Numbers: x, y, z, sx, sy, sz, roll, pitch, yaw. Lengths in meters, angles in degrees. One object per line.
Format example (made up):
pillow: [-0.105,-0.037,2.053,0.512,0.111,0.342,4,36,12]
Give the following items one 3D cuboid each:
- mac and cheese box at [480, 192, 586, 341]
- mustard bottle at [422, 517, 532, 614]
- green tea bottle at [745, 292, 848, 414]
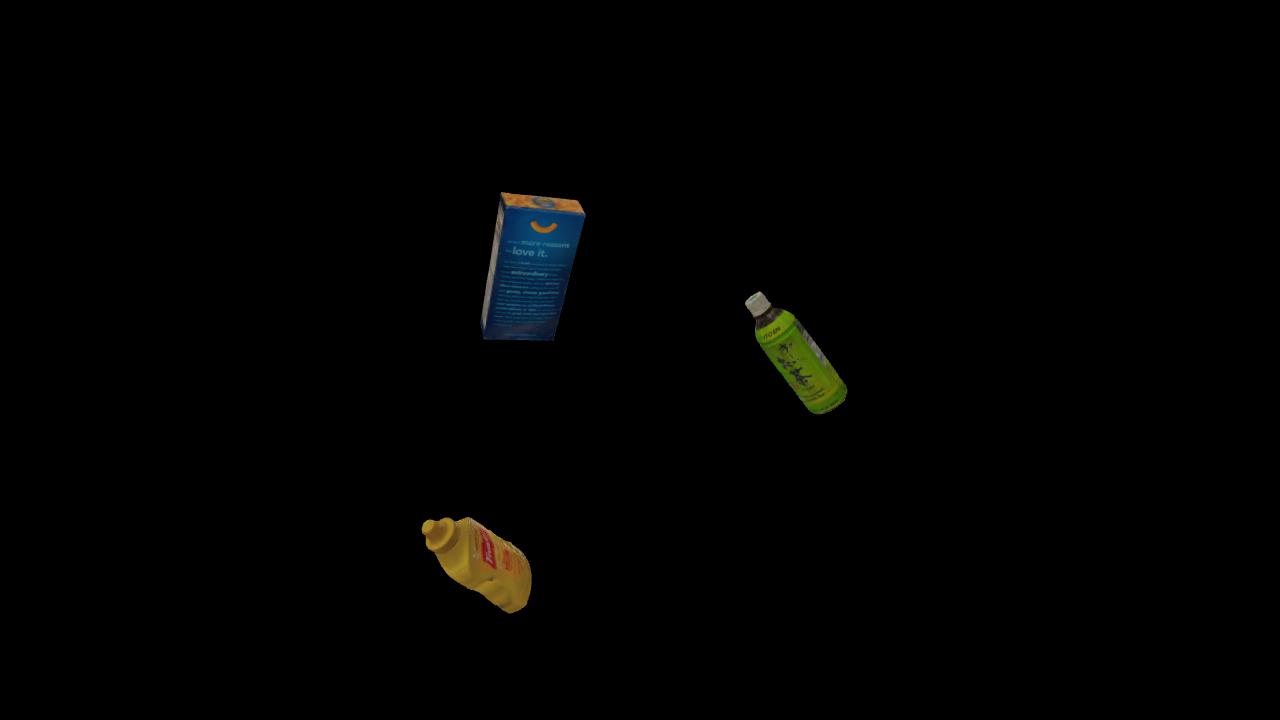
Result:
mac and cheese box: [-0.132,-0.104,0.732,0.093,0.184,0.041,1,41,-25]
mustard bottle: [-0.212,0.252,0.788,0.054,0.092,0.184,-26,-48,13]
green tea bottle: [0.234,-0.015,0.943,0.073,0.212,0.073,-36,12,9]
